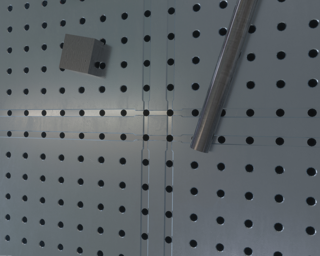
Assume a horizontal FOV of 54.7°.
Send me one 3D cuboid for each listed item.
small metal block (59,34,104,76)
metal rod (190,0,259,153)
[{"bbox_3d":[-0.115,-0.106,0.453,0.050,0.025,0.050,14,95,19],"label":"small metal block"},{"bbox_3d":[0.094,-0.114,0.379,0.025,0.025,0.298,19,96,19],"label":"metal rod"}]
